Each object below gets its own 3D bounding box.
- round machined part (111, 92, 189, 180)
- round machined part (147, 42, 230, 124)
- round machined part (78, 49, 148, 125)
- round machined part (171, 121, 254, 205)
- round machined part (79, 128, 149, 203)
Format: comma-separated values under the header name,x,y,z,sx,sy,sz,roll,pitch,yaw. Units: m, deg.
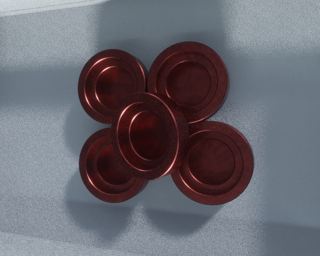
name,x,y,z,sx,sy,sz,roll,pitch,yaw
round machined part,-0.007,0.008,0.356,0.098,0.042,0.097,5,98,37
round machined part,0.037,-0.054,0.386,0.098,0.042,0.097,0,90,19
round machined part,-0.057,-0.053,0.419,0.098,0.042,0.097,0,90,19
round machined part,0.064,0.040,0.377,0.098,0.042,0.097,0,90,19
round machined part,-0.056,0.048,0.418,0.098,0.042,0.097,0,90,19
